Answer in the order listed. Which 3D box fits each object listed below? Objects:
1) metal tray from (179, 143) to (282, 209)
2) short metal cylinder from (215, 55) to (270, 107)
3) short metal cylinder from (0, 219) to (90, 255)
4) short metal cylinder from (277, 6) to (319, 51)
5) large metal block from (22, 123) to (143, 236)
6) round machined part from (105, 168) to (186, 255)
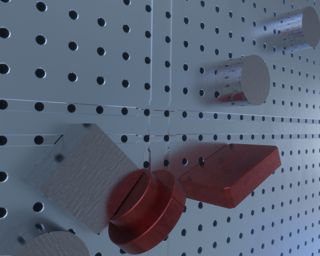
[{"bbox_3d":[0.104,0.064,0.453,0.131,0.090,0.030,-27,108,-37],"label":"metal tray"},{"bbox_3d":[0.136,-0.075,0.506,0.081,0.050,0.080,0,90,-40],"label":"short metal cylinder"},{"bbox_3d":[-0.115,0.133,0.297,0.081,0.050,0.080,0,90,-40],"label":"short metal cylinder"},{"bbox_3d":[0.283,-0.199,0.629,0.081,0.050,0.080,0,90,-40],"label":"short metal cylinder"},{"bbox_3d":[-0.079,0.051,0.327,0.080,0.050,0.080,51,60,-28],"label":"large metal block"},{"bbox_3d":[-0.022,0.084,0.344,0.042,0.098,0.098,47,62,-21],"label":"round machined part"}]
